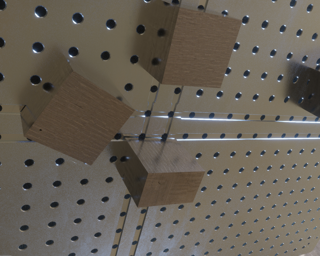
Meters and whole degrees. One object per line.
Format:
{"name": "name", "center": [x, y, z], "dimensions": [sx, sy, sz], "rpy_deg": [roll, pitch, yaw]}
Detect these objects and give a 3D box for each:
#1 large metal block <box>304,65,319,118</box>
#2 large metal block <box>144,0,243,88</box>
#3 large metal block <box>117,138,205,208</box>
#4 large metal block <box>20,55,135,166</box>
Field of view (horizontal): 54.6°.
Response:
{"name": "large metal block", "center": [0.295, -0.066, 0.514], "dimensions": [0.081, 0.050, 0.080], "rpy_deg": [-21, 126, -16]}
{"name": "large metal block", "center": [0.035, -0.094, 0.355], "dimensions": [0.081, 0.050, 0.079], "rpy_deg": [0, 119, -28]}
{"name": "large metal block", "center": [-0.002, 0.055, 0.408], "dimensions": [0.081, 0.080, 0.050], "rpy_deg": [3, 117, -30]}
{"name": "large metal block", "center": [-0.089, -0.017, 0.335], "dimensions": [0.080, 0.050, 0.080], "rpy_deg": [33, 100, -38]}
